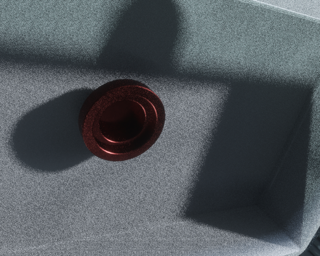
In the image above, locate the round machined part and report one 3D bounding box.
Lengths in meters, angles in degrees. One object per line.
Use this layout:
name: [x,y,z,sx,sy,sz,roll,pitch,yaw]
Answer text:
round machined part: [-0.047,-0.012,0.366,0.099,0.042,0.097,-14,125,-21]
